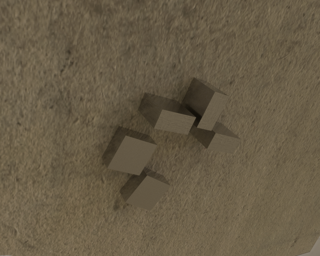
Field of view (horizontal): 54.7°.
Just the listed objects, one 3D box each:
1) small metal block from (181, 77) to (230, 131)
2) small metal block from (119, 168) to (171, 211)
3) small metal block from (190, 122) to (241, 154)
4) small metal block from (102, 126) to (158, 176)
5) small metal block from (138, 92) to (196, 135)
[{"bbox_3d":[0.055,-0.032,0.403,0.025,0.050,0.050,12,112,-34],"label":"small metal block"},{"bbox_3d":[-0.021,0.088,0.452,0.050,0.025,0.050,32,101,-39],"label":"small metal block"},{"bbox_3d":[0.077,0.010,0.441,0.050,0.050,0.025,13,112,-34],"label":"small metal block"},{"bbox_3d":[-0.040,0.031,0.405,0.050,0.025,0.050,20,108,-36],"label":"small metal block"},{"bbox_3d":[0.008,-0.018,0.385,0.050,0.050,0.025,11,113,-33],"label":"small metal block"}]
